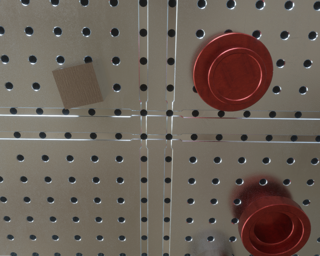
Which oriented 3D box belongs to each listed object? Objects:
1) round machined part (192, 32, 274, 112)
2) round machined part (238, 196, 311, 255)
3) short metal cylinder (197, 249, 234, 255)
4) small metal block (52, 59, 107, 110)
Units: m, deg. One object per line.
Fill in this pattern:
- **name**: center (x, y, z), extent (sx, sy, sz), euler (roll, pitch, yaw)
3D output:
- **round machined part**: center (0.090, -0.066, 0.381), extent (0.099, 0.042, 0.097), euler (0, 110, 0)
- **round machined part**: center (0.165, 0.142, 0.458), extent (0.099, 0.042, 0.097), euler (0, 110, 0)
- **short metal cylinder**: center (0.090, 0.241, 0.490), extent (0.081, 0.050, 0.079), euler (0, 110, 0)
- **small metal block**: center (-0.101, -0.055, 0.392), extent (0.050, 0.025, 0.050), euler (-12, 110, 4)
